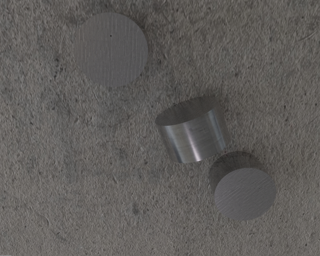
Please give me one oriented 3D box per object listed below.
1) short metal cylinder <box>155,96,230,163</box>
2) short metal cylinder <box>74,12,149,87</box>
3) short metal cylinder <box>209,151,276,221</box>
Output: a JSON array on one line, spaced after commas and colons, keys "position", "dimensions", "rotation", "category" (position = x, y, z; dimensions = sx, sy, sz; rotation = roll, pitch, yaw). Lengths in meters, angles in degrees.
[{"position": [0.040, 0.000, 0.381], "dimensions": [0.080, 0.080, 0.050], "rotation": [-19, 109, 7], "category": "short metal cylinder"}, {"position": [-0.053, -0.093, 0.362], "dimensions": [0.081, 0.050, 0.079], "rotation": [0, 110, 0], "category": "short metal cylinder"}, {"position": [0.111, 0.079, 0.426], "dimensions": [0.081, 0.050, 0.079], "rotation": [0, 110, 0], "category": "short metal cylinder"}]
